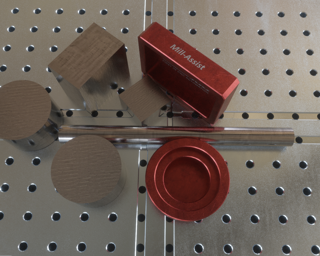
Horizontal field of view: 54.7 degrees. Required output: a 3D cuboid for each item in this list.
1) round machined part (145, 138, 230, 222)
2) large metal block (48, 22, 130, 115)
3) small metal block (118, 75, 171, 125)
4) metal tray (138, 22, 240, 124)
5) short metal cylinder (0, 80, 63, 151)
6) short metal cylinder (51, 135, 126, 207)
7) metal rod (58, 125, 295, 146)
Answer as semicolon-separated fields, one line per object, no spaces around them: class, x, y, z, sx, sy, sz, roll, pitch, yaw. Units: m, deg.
round machined part;0.032;0.064;0.379;0.099;0.042;0.098;0;70;0
large metal block;-0.088;-0.075;0.410;0.050;0.080;0.080;37;74;12
small metal block;-0.020;-0.036;0.425;0.050;0.025;0.050;-37;74;-13
metal tray;0.032;-0.068;0.402;0.130;0.090;0.030;38;75;13
short metal cylinder;-0.173;-0.015;0.402;0.081;0.050;0.080;0;70;0
short metal cylinder;-0.084;0.054;0.377;0.081;0.050;0.080;0;70;0
metal rod;0.021;0.010;0.408;0.302;0.025;0.025;1;70;0
